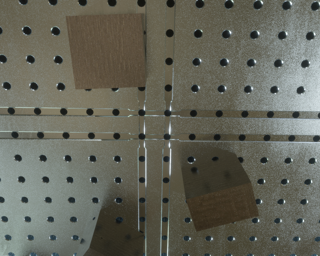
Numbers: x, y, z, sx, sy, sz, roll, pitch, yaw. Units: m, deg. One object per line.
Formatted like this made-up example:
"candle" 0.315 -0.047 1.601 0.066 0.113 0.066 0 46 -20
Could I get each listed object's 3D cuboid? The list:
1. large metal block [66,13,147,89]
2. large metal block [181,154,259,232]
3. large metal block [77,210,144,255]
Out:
"large metal block" -0.059 -0.092 0.365 0.081 0.050 0.079 -2 110 0
"large metal block" 0.077 0.084 0.416 0.080 0.080 0.050 -16 110 5
"large metal block" -0.072 0.180 0.449 0.080 0.080 0.050 33 107 -12
